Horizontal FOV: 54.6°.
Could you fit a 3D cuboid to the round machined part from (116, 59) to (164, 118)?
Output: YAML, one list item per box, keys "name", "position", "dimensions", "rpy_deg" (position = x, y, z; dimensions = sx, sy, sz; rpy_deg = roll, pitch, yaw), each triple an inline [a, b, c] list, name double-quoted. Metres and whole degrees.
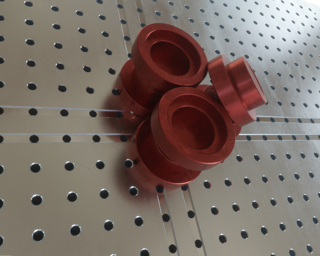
- name: "round machined part"
  position: [-0.008, -0.063, 0.432]
  dimensions: [0.099, 0.042, 0.098]
  rpy_deg: [13, 56, -21]

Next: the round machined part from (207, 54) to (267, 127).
- name: "round machined part"
  position: [0.105, -0.054, 0.405]
  dimensions: [0.098, 0.042, 0.098]
  rpy_deg: [45, 30, -35]

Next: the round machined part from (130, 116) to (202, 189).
- name: "round machined part"
  position: [0.015, 0.024, 0.391]
  dimensions: [0.099, 0.042, 0.098]
  rpy_deg: [13, 56, -21]

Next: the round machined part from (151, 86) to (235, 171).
- name: "round machined part"
  position: [0.034, 0.004, 0.358]
  dimensions: [0.099, 0.042, 0.098]
  rpy_deg: [13, 56, -21]

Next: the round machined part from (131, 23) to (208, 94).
- name: "round machined part"
  position: [0.009, -0.083, 0.398]
  dimensions: [0.099, 0.042, 0.098]
  rpy_deg: [13, 56, -21]

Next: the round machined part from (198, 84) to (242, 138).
- name: "round machined part"
  position: [0.081, -0.025, 0.456]
  dimensions: [0.099, 0.042, 0.098]
  rpy_deg: [13, 56, -21]
